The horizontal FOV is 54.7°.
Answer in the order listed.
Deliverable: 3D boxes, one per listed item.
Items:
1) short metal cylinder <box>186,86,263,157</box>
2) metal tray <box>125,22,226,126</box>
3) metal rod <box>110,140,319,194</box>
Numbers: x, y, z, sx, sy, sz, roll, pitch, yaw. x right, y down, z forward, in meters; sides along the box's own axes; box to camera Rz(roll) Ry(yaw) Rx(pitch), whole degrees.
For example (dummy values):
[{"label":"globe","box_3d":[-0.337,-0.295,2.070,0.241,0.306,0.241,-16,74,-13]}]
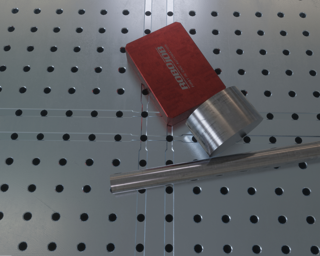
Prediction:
[{"label":"short metal cylinder","box_3d":[0.079,-0.007,0.386,0.080,0.080,0.050,-32,73,-11]},{"label":"metal tray","box_3d":[0.020,-0.079,0.438,0.090,0.030,0.130,-28,73,-10]},{"label":"metal rod","box_3d":[0.089,0.047,0.395,0.302,0.025,0.025,-9,70,-4]}]
